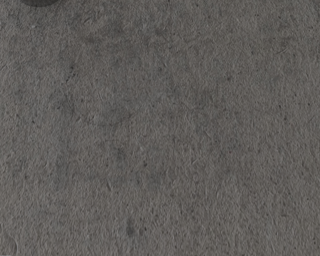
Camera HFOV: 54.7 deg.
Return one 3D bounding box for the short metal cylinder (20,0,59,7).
[{"bbox_3d":[-0.193,-0.237,0.480,0.081,0.050,0.080,0,70,0],"label":"short metal cylinder"}]
